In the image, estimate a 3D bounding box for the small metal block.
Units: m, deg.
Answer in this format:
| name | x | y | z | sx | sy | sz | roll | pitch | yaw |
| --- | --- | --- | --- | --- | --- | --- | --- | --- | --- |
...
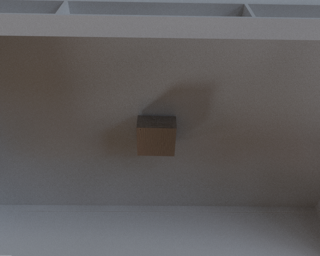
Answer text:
| name | x | y | z | sx | sy | sz | roll | pitch | yaw |
| --- | --- | --- | --- | --- | --- | --- | --- | --- | --- |
| small metal block | -0.005 | 0.011 | 0.413 | 0.050 | 0.025 | 0.050 | 1 | 130 | -1 |
